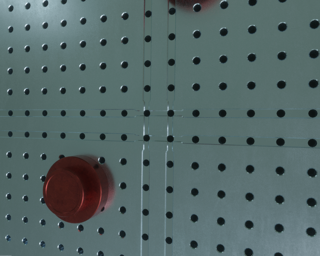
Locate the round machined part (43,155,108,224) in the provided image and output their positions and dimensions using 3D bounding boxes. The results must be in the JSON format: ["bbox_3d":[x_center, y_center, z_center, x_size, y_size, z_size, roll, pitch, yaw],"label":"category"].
[{"bbox_3d":[-0.129,0.090,0.450,0.098,0.042,0.097,0,90,20],"label":"round machined part"}]
